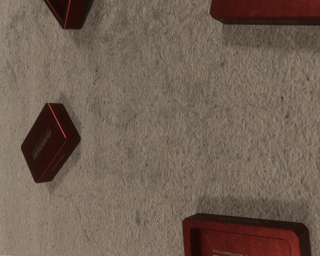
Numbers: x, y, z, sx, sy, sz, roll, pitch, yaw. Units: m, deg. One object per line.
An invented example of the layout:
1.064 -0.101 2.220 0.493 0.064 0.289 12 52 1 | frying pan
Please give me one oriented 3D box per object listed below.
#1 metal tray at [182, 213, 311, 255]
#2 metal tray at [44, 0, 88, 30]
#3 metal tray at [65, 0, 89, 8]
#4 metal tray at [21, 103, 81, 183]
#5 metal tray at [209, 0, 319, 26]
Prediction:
0.088 0.143 0.328 0.130 0.030 0.089 -7 86 39 | metal tray
-0.165 -0.239 0.519 0.130 0.030 0.089 54 136 26 | metal tray
-0.173 -0.258 0.500 0.030 0.091 0.130 -46 62 28 | metal tray
-0.203 0.028 0.566 0.129 0.030 0.090 -49 62 28 | metal tray
0.119 -0.150 0.303 0.130 0.030 0.089 16 100 38 | metal tray
